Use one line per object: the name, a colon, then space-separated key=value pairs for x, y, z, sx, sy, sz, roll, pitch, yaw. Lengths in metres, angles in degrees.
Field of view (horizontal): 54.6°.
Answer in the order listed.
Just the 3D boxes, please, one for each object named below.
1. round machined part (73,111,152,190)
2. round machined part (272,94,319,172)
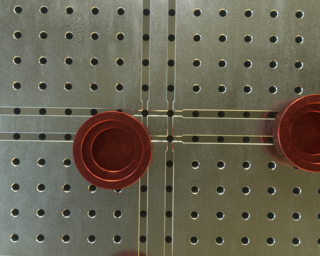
round machined part: x=-0.059 y=0.028 z=0.405 sx=0.099 sy=0.042 sz=0.097 roll=0 pitch=90 yaw=0
round machined part: x=0.196 y=0.006 z=0.406 sx=0.099 sy=0.042 sz=0.097 roll=0 pitch=90 yaw=0
